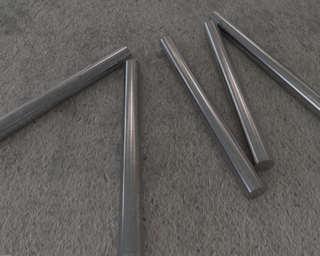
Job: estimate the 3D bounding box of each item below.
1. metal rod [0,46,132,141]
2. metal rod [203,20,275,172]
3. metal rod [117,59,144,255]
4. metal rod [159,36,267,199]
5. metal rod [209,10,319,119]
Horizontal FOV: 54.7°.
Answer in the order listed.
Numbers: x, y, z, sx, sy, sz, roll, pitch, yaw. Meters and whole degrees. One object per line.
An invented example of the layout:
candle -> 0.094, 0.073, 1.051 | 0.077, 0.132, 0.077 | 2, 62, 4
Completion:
metal rod -> -0.158, -0.038, 0.434 | 0.025, 0.025, 0.302 | 36, 58, 26
metal rod -> 0.107, -0.069, 0.461 | 0.025, 0.025, 0.300 | -5, 50, -4
metal rod -> -0.036, 0.017, 0.388 | 0.025, 0.025, 0.300 | -2, 50, -2
metal rod -> 0.059, -0.037, 0.434 | 0.025, 0.025, 0.300 | -15, 52, -12
metal rod -> 0.171, -0.105, 0.492 | 0.025, 0.025, 0.300 | -22, 53, -17
